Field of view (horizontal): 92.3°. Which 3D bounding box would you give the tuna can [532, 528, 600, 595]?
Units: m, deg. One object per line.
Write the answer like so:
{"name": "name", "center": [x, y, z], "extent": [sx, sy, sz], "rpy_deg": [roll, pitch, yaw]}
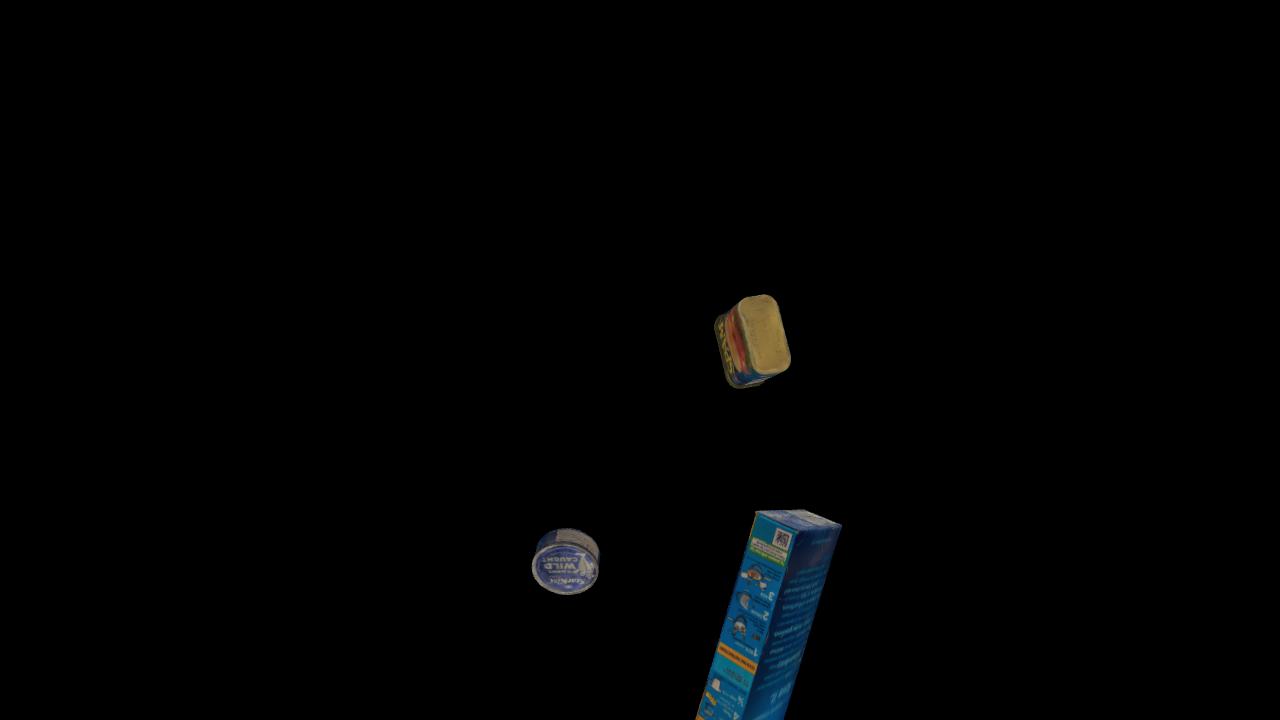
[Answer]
{"name": "tuna can", "center": [-0.093, 0.255, 0.781], "extent": [0.084, 0.084, 0.034], "rpy_deg": [0, 25, 2]}

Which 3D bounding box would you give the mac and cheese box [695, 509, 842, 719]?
{"name": "mac and cheese box", "center": [0.096, 0.207, 0.465], "extent": [0.041, 0.184, 0.093], "rpy_deg": [17, 1, 37]}

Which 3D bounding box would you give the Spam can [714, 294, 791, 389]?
{"name": "Spam can", "center": [0.139, -0.022, 0.762], "extent": [0.058, 0.101, 0.085], "rpy_deg": [-10, -10, -14]}
